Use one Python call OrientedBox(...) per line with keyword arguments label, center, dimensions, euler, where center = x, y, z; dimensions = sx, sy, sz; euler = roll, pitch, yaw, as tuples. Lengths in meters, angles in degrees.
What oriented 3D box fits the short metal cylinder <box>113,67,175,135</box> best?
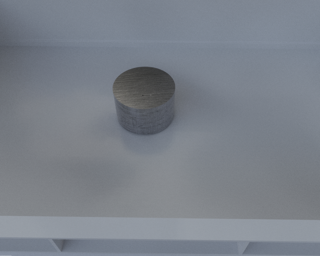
OrientedBox(label="short metal cylinder", center=(-0.020, -0.037, 0.418), dimensions=(0.080, 0.050, 0.080), euler=(0, 50, 0))
